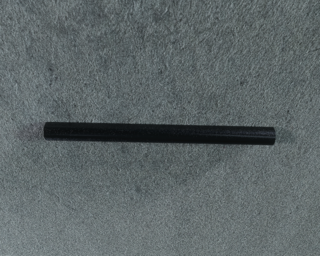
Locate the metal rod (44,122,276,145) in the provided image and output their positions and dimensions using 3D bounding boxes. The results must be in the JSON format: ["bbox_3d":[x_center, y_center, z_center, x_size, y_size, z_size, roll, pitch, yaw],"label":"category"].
[{"bbox_3d":[0.001,0.008,0.415,0.302,0.025,0.025,1,130,-2],"label":"metal rod"}]
